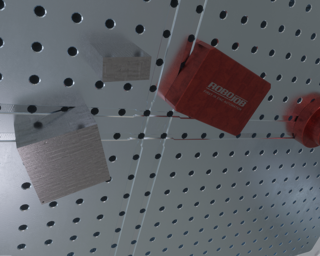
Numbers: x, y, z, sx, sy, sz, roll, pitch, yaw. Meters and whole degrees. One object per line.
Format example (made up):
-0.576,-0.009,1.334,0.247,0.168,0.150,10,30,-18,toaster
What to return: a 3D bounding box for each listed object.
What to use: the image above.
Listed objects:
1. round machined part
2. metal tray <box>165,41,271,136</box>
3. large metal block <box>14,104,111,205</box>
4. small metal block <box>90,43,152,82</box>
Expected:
0.296,-0.005,0.559,0.099,0.042,0.097,-14,124,-21,round machined part
0.082,-0.048,0.423,0.131,0.030,0.090,20,108,-36,metal tray
-0.109,0.029,0.353,0.081,0.050,0.079,-19,126,-18,large metal block
-0.043,-0.071,0.328,0.050,0.050,0.025,-7,122,-25,small metal block
